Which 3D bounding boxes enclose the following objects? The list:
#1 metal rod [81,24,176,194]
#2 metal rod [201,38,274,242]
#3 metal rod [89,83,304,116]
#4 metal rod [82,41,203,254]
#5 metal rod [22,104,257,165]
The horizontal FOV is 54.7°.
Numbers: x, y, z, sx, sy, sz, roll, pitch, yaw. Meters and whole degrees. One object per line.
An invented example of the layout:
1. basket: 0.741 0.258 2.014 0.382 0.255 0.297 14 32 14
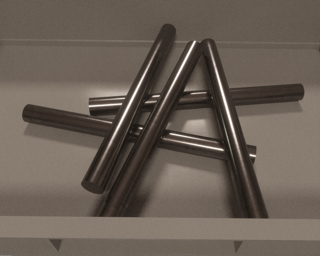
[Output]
1. metal rod: -0.028 -0.049 0.411 0.025 0.025 0.300 13 51 10
2. metal rod: 0.083 -0.013 0.383 0.025 0.025 0.300 -3 50 -3
3. metal rod: 0.054 -0.041 0.439 0.302 0.025 0.025 -4 50 -5
4. metal rod: -0.006 -0.001 0.372 0.025 0.025 0.300 18 58 14
5. metal rod: -0.032 0.007 0.398 0.301 0.025 0.025 10 51 8
